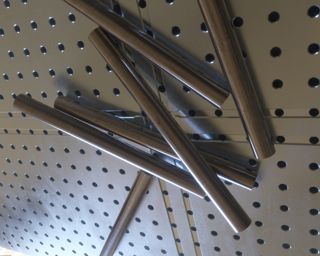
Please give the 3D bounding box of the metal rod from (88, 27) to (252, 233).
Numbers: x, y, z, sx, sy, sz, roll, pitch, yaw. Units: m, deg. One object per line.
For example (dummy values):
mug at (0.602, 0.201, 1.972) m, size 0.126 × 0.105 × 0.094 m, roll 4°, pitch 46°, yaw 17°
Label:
metal rod at (0.012, 0.002, 0.383) m, size 0.025 × 0.025 × 0.300 m, roll -37°, pitch 91°, yaw 39°

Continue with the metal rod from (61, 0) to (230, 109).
metal rod at (-0.048, -0.118, 0.363) m, size 0.300 × 0.025 × 0.025 m, roll 35°, pitch 129°, yaw 4°

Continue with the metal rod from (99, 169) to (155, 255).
metal rod at (-0.066, 0.166, 0.549) m, size 0.025 × 0.025 × 0.298 m, roll 31°, pitch 129°, yaw 8°

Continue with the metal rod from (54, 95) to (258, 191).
metal rod at (-0.016, 0.015, 0.429) m, size 0.301 × 0.025 × 0.025 m, roll 21°, pitch 127°, yaw 15°

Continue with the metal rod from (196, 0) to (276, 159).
metal rod at (0.062, -0.099, 0.317) m, size 0.025 × 0.025 × 0.299 m, roll -13°, pitch 112°, yaw 33°

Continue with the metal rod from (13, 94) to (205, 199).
metal rod at (-0.072, 0.024, 0.444) m, size 0.301 × 0.025 × 0.025 m, roll 25°, pitch 128°, yaw 5°
